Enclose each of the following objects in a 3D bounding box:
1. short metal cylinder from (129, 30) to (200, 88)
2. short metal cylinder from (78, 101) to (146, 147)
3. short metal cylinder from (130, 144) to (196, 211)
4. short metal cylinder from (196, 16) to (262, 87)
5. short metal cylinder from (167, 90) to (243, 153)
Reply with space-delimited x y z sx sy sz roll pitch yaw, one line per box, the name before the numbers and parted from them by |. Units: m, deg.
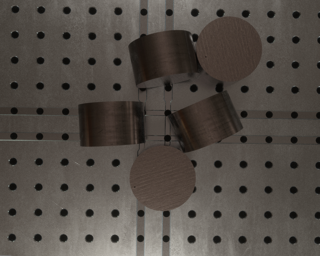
short metal cylinder | 0.005 -0.083 0.386 0.080 0.080 0.050 -11 90 0
short metal cylinder | -0.059 -0.005 0.385 0.081 0.080 0.050 -3 90 -1
short metal cylinder | 0.003 0.061 0.401 0.081 0.050 0.079 0 90 -1
short metal cylinder | 0.084 -0.096 0.402 0.081 0.050 0.079 0 90 -1
short metal cylinder | 0.056 -0.008 0.387 0.080 0.080 0.050 -24 90 0
